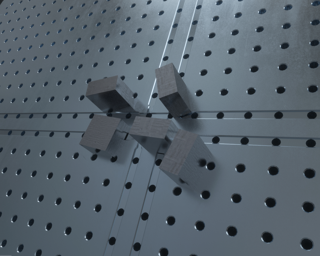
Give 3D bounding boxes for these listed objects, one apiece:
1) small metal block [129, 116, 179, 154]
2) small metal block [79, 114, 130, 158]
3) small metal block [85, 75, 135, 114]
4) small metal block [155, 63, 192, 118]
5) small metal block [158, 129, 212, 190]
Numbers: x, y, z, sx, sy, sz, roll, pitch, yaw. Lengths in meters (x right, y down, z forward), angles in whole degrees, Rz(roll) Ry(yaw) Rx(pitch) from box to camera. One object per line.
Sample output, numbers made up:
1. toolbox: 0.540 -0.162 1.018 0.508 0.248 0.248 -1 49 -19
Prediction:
1. small metal block: -0.002 0.010 0.386 0.050 0.050 0.025 7 65 31
2. small metal block: -0.079 0.011 0.441 0.050 0.025 0.050 10 67 32
3. small metal block: -0.072 -0.048 0.458 0.050 0.050 0.025 -9 58 23
4. small metal block: 0.018 -0.049 0.412 0.025 0.050 0.050 -19 55 17
5. small metal block: 0.030 0.037 0.353 0.025 0.050 0.050 17 71 34
